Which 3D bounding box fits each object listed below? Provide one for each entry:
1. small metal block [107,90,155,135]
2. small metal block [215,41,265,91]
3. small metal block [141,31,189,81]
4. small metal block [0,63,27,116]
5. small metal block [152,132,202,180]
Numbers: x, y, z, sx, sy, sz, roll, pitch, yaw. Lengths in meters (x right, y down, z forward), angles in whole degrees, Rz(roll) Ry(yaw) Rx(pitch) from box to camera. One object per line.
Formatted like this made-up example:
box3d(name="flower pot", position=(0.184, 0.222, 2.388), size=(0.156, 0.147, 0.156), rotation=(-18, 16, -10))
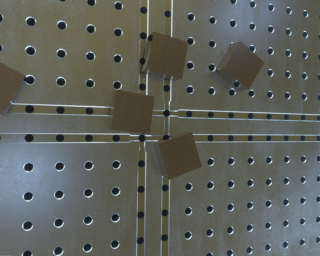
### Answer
box3d(name="small metal block", position=(-0.038, -0.019, 0.400), size=(0.050, 0.025, 0.050), rotation=(8, 87, -20))
box3d(name="small metal block", position=(0.118, -0.090, 0.458), size=(0.050, 0.025, 0.050), rotation=(35, 78, -17))
box3d(name="small metal block", position=(0.006, -0.095, 0.416), size=(0.050, 0.025, 0.050), rotation=(12, 86, -20))
box3d(name="small metal block", position=(-0.186, -0.047, 0.344), size=(0.050, 0.025, 0.050), rotation=(29, 81, -18))
box3d(name="small metal block", position=(0.023, 0.037, 0.423), size=(0.050, 0.025, 0.050), rotation=(-18, 97, -19))
